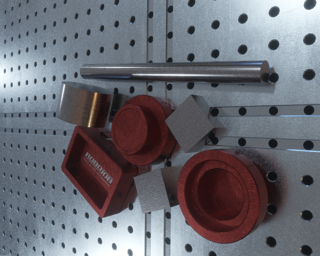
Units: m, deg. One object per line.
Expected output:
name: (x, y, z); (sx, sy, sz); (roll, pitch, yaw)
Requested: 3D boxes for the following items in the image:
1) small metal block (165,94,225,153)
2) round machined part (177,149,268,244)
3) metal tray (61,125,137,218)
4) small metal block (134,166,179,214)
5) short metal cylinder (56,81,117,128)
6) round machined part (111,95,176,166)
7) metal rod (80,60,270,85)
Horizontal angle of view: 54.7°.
small metal block: (0.041, -0.005, 0.376); (0.050, 0.025, 0.050); (-46, 63, 30)
round machined part: (0.071, 0.071, 0.340); (0.098, 0.042, 0.097); (0, 90, 40)
metal tray: (-0.101, 0.065, 0.489); (0.130, 0.030, 0.089); (38, 114, 33)
small metal block: (-0.003, 0.083, 0.413); (0.050, 0.025, 0.050); (-24, 75, 37)
short metal cylinder: (-0.110, -0.036, 0.464); (0.080, 0.081, 0.050); (23, 104, 38)
round machined part: (-0.028, 0.003, 0.421); (0.098, 0.042, 0.097); (-3, 85, 39)
metal rod: (-0.006, -0.075, 0.414); (0.300, 0.025, 0.025); (9, 96, 39)
